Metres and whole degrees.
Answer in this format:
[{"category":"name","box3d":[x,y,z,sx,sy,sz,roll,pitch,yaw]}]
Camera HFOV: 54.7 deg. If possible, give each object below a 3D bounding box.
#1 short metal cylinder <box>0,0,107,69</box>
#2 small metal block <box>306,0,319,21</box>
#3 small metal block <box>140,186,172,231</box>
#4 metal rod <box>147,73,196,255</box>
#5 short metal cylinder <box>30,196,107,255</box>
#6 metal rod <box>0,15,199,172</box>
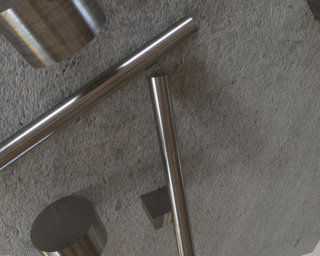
[{"category":"short metal cylinder","box3d":[-0.093,-0.096,0.261,0.080,0.080,0.050,-36,129,-4]},{"category":"small metal block","box3d":[0.232,-0.180,0.422,0.050,0.025,0.050,-50,129,7]},{"category":"small metal block","box3d":[0.004,0.118,0.466,0.050,0.050,0.025,-19,126,-17]},{"category":"metal rod","box3d":[0.021,0.076,0.416,0.025,0.025,0.298,-17,110,-19]},{"category":"short metal cylinder","box3d":[-0.113,0.133,0.392,0.081,0.080,0.050,-25,128,-13]},{"category":"metal rod","box3d":[-0.086,-0.030,0.341,0.301,0.025,0.025,-36,129,-5]}]
